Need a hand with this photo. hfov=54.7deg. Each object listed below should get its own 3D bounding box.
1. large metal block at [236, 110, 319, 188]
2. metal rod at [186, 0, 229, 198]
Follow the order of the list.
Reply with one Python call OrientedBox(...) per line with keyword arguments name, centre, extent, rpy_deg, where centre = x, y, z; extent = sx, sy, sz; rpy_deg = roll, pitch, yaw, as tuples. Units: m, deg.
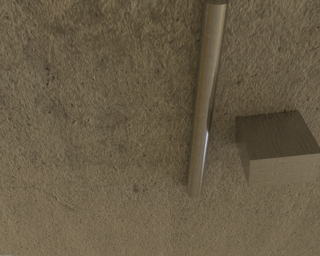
OrientedBox(name="large metal block", centre=(0.146, 0.025, 0.395), extent=(0.080, 0.080, 0.050), rpy_deg=(-6, 130, 5))
OrientedBox(name="metal rod", centre=(0.055, -0.011, 0.398), extent=(0.025, 0.025, 0.298), rpy_deg=(0, 130, 0))
